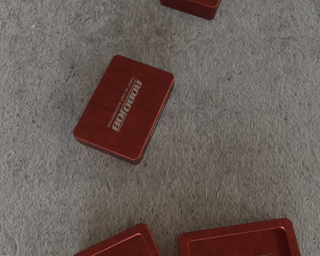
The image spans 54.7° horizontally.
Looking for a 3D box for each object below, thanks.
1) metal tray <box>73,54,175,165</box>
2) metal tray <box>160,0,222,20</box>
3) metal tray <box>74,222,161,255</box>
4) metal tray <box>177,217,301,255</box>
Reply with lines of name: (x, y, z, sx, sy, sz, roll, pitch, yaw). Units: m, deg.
metal tray: (-0.045, -0.026, 0.415, 0.090, 0.030, 0.130, 21, 71, 7)
metal tray: (0.064, -0.242, 0.494, 0.090, 0.030, 0.130, 21, 71, 7)
metal tray: (-0.030, 0.183, 0.338, 0.091, 0.030, 0.130, -24, 72, -9)
metal tray: (0.091, 0.156, 0.348, 0.131, 0.030, 0.090, -8, 70, -3)
